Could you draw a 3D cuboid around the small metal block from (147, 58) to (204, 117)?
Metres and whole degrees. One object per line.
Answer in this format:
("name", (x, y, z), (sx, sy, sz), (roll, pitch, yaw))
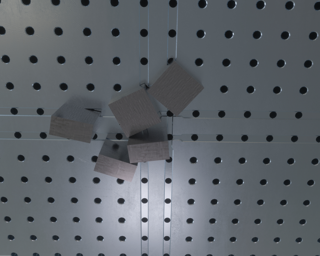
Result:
("small metal block", (0.019, -0.052, 0.394), (0.050, 0.025, 0.050), (40, 105, -13))

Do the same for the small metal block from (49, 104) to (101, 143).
("small metal block", (-0.107, -0.007, 0.397), (0.050, 0.050, 0.025), (13, 110, -5))

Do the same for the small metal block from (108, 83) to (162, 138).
("small metal block", (-0.032, -0.023, 0.405), (0.050, 0.025, 0.050), (-25, 108, 9))

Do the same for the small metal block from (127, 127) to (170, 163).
("small metal block", (-0.014, 0.021, 0.408), (0.050, 0.050, 0.025), (-6, 110, 2))

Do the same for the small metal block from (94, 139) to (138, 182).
("small metal block", (-0.056, 0.042, 0.415), (0.050, 0.050, 0.025), (18, 109, -7))
